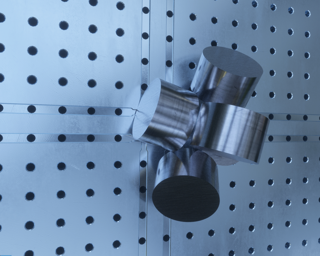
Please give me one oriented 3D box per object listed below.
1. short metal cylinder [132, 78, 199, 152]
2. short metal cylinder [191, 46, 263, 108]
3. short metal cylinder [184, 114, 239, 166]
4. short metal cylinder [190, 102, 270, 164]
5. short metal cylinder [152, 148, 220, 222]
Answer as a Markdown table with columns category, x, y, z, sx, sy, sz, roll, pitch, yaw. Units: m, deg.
| category | x | y | z | sx | sy | sz | roll | pitch | yaw |
| --- | --- | --- | --- | --- | --- | --- | --- | --- | --- |
| short metal cylinder | 0.005 | -0.016 | 0.385 | 0.050 | 0.080 | 0.080 | 20 | 83 | -19 |
| short metal cylinder | 0.086 | -0.066 | 0.407 | 0.081 | 0.080 | 0.050 | 2 | 129 | -20 |
| short metal cylinder | 0.078 | 0.010 | 0.427 | 0.081 | 0.050 | 0.080 | 0 | 89 | -20 |
| short metal cylinder | 0.080 | 0.007 | 0.359 | 0.081 | 0.080 | 0.050 | 18 | 84 | -19 |
| short metal cylinder | 0.033 | 0.072 | 0.389 | 0.080 | 0.050 | 0.079 | 3 | 124 | 5 |
